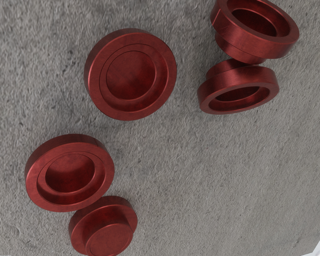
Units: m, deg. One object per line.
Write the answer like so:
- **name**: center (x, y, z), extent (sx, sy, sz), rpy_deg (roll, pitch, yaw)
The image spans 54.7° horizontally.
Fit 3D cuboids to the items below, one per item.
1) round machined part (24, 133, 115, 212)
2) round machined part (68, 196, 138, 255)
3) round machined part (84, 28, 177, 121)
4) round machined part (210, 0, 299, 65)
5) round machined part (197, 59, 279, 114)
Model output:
- **round machined part**: center (-0.107, 0.048, 0.367), extent (0.099, 0.042, 0.097), rpy_deg (-14, 124, -21)
- **round machined part**: center (-0.078, 0.149, 0.446), extent (0.099, 0.042, 0.097), rpy_deg (-14, 124, -21)
- **round machined part**: center (-0.034, -0.060, 0.340), extent (0.099, 0.042, 0.097), rpy_deg (-14, 124, -21)
- **round machined part**: center (0.102, -0.110, 0.353), extent (0.099, 0.098, 0.042), rpy_deg (-6, 145, -25)
- **round machined part**: center (0.095, -0.054, 0.393), extent (0.099, 0.042, 0.098), rpy_deg (-8, 162, -2)
